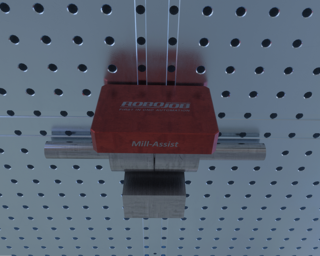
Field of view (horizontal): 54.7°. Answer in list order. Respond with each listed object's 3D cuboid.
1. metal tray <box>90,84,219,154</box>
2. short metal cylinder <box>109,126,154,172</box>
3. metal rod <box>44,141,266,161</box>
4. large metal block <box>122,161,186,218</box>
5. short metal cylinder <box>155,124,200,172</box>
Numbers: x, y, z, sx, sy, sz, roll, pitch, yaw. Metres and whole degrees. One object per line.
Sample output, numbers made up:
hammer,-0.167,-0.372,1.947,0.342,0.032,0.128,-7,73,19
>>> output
metal tray,-0.005,-0.012,0.353,0.131,0.090,0.030,1,130,-1
short metal cylinder,-0.033,0.014,0.384,0.050,0.080,0.079,0,130,-1
metal rod,-0.006,0.032,0.434,0.302,0.025,0.025,1,130,-1
large metal block,-0.008,0.078,0.437,0.081,0.080,0.050,1,130,-1
short metal cylinder,0.020,0.014,0.384,0.050,0.080,0.079,1,130,-1
